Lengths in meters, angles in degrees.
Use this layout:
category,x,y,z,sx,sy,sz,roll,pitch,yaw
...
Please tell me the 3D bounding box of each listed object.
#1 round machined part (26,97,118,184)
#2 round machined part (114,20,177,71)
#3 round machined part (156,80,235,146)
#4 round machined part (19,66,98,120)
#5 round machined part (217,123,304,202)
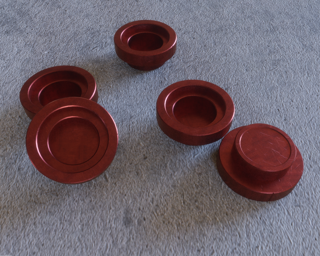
category,x,y,z,sx,sy,sz,roll,pitch,yaw
round machined part,-0.099,0.017,0.361,0.099,0.042,0.098,3,76,-10
round machined part,-0.023,-0.130,0.501,0.099,0.042,0.098,0,50,0
round machined part,0.045,-0.016,0.405,0.099,0.042,0.098,0,50,0
round machined part,-0.134,-0.038,0.423,0.099,0.042,0.098,0,50,0
round machined part,0.119,0.033,0.365,0.099,0.042,0.098,0,50,0
